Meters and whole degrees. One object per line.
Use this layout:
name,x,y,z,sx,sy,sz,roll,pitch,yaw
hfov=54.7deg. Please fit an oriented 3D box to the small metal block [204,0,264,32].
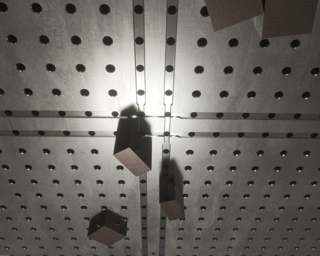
small metal block,0.069,-0.130,0.302,0.050,0.025,0.050,-18,128,14

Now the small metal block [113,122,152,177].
small metal block,-0.035,0.029,0.420,0.025,0.050,0.050,-26,126,20

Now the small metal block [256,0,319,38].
small metal block,0.127,-0.121,0.310,0.050,0.025,0.050,-5,130,3

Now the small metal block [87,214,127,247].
small metal block,-0.097,0.190,0.572,0.050,0.025,0.050,36,121,-27

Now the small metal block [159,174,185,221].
small metal block,0.019,0.109,0.489,0.025,0.050,0.050,-15,129,12
